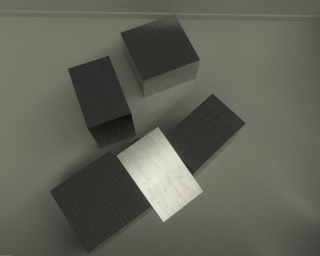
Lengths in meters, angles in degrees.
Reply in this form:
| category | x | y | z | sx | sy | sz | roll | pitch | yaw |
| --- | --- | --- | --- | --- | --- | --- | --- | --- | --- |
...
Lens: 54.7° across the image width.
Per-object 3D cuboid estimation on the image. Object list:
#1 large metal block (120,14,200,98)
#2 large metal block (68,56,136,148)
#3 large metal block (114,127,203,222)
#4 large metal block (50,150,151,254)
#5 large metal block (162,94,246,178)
| category | x | y | z | sx | sy | sz | roll | pitch | yaw |
| --- | --- | --- | --- | --- | --- | --- | --- | --- | --- |
| large metal block | -0.001 | -0.100 | 0.433 | 0.080 | 0.050 | 0.080 | -22 | 72 | -8 |
| large metal block | -0.070 | -0.029 | 0.390 | 0.050 | 0.080 | 0.080 | -20 | 72 | -7 |
| large metal block | -0.007 | 0.049 | 0.345 | 0.050 | 0.080 | 0.080 | -35 | 93 | -12 |
| large metal block | -0.066 | 0.086 | 0.364 | 0.080 | 0.050 | 0.080 | -35 | 74 | -12 |
| large metal block | 0.048 | 0.017 | 0.375 | 0.080 | 0.080 | 0.050 | -42 | 76 | -14 |
